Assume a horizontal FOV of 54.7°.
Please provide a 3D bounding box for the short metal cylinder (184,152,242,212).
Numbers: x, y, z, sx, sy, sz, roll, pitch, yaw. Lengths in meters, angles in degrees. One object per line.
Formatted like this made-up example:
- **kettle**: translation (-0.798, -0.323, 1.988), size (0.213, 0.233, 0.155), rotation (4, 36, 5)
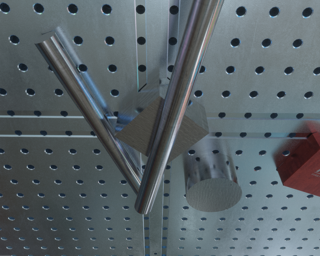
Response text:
- **short metal cylinder**: translation (0.078, 0.082, 0.466), size (0.081, 0.050, 0.079), rotation (0, 130, 0)

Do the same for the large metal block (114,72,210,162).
- **large metal block**: translation (0.002, -0.008, 0.388), size (0.080, 0.050, 0.080), rotation (35, 122, -26)

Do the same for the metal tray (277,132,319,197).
- **metal tray**: translation (0.258, 0.064, 0.466), size (0.131, 0.030, 0.089), rotation (18, 128, -15)

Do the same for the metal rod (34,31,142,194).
- **metal rod**: translation (-0.071, 0.011, 0.419), size (0.025, 0.025, 0.299), rotation (-16, 129, 13)

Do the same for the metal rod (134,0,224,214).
- **metal rod**: translation (0.009, 0.001, 0.346), size (0.025, 0.025, 0.298), rotation (10, 130, -8)
